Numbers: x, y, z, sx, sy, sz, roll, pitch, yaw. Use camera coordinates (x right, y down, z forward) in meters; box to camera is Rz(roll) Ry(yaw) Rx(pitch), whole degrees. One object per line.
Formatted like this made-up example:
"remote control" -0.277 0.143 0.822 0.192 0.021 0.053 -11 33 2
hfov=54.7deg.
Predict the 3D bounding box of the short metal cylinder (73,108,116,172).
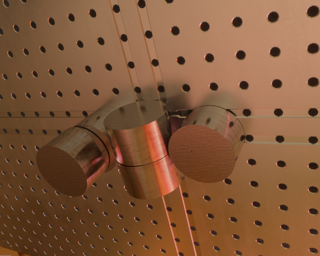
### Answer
"short metal cylinder" -0.085 0.018 0.451 0.080 0.050 0.079 13 124 20

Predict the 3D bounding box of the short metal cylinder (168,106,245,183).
"short metal cylinder" 0.057 0.019 0.376 0.080 0.050 0.079 13 124 20

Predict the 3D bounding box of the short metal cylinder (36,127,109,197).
"short metal cylinder" -0.117 0.045 0.418 0.080 0.050 0.079 13 124 21

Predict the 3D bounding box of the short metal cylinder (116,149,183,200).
"short metal cylinder" -0.013 0.049 0.413 0.080 0.080 0.050 -1 118 29

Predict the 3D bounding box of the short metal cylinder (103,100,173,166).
"short metal cylinder" -0.025 0.004 0.392 0.080 0.080 0.050 1 120 28
